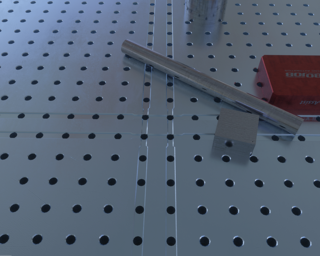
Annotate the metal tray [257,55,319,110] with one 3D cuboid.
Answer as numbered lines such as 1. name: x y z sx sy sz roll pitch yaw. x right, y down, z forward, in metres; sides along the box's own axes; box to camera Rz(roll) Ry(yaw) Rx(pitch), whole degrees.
1. metal tray: 0.222 -0.070 0.464 0.131 0.030 0.090 1 50 0

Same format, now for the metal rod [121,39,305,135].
1. metal rod: 0.064 -0.070 0.466 0.300 0.025 0.025 29 56 22

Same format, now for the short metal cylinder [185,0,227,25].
1. short metal cylinder: 0.088 -0.241 0.595 0.080 0.050 0.080 0 50 0

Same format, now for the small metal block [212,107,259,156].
1. small metal block: 0.099 0.004 0.405 0.050 0.025 0.050 13 51 10
